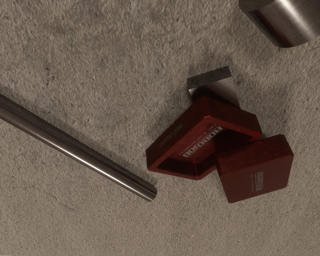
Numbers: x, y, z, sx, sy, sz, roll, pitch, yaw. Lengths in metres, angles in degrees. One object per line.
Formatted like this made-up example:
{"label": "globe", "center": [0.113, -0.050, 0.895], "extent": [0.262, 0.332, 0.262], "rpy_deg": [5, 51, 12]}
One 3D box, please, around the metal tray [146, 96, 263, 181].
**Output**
{"label": "metal tray", "center": [0.052, 0.020, 0.397], "extent": [0.091, 0.030, 0.129], "rpy_deg": [16, 138, -29]}

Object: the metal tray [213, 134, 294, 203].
{"label": "metal tray", "center": [0.128, 0.061, 0.425], "extent": [0.090, 0.030, 0.130], "rpy_deg": [-19, 148, 8]}

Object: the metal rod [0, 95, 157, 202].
{"label": "metal rod", "center": [-0.121, 0.028, 0.429], "extent": [0.301, 0.025, 0.025], "rpy_deg": [36, 121, -27]}

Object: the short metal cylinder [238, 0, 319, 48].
{"label": "short metal cylinder", "center": [0.118, -0.119, 0.272], "extent": [0.050, 0.080, 0.080], "rpy_deg": [35, 122, -26]}

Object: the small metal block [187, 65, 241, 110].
{"label": "small metal block", "center": [0.065, -0.041, 0.374], "extent": [0.050, 0.025, 0.050], "rpy_deg": [-16, 129, 13]}
